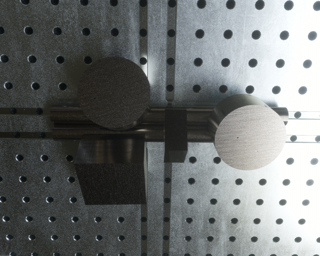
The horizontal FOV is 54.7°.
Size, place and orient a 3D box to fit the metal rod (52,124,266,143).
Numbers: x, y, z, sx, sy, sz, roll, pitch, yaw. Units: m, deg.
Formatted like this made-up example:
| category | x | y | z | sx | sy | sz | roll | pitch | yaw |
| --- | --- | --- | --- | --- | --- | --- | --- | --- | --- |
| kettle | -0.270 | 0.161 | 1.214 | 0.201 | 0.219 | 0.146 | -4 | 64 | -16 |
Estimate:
| category | x | y | z | sx | sy | sz | roll | pitch | yaw |
| --- | --- | --- | --- | --- | --- | --- | --- | --- | --- |
| metal rod | 0.012 | 0.007 | 0.412 | 0.302 | 0.025 | 0.025 | 1 | 110 | -1 |

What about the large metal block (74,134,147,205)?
| category | x | y | z | sx | sy | sz | roll | pitch | yaw |
| --- | --- | --- | --- | --- | --- | --- | --- | --- | --- |
| large metal block | -0.059 | 0.055 | 0.401 | 0.081 | 0.050 | 0.079 | -1 | 130 | 0 |

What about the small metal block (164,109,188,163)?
| category | x | y | z | sx | sy | sz | roll | pitch | yaw |
| --- | --- | --- | --- | --- | --- | --- | --- | --- | --- |
| small metal block | 0.018 | 0.011 | 0.370 | 0.025 | 0.050 | 0.050 | 1 | 68 | -1 |

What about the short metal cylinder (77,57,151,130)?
| category | x | y | z | sx | sy | sz | roll | pitch | yaw |
| --- | --- | --- | --- | --- | --- | --- | --- | --- | --- |
| short metal cylinder | -0.051 | -0.038 | 0.366 | 0.081 | 0.050 | 0.080 | 0 | 86 | -1 |

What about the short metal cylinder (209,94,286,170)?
| category | x | y | z | sx | sy | sz | roll | pitch | yaw |
| --- | --- | --- | --- | --- | --- | --- | --- | --- | --- |
| short metal cylinder | 0.102 | 0.004 | 0.372 | 0.081 | 0.050 | 0.079 | 0 | 110 | 0 |

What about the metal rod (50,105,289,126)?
| category | x | y | z | sx | sy | sz | roll | pitch | yaw |
| --- | --- | --- | --- | --- | --- | --- | --- | --- | --- |
| metal rod | 0.013 | -0.017 | 0.404 | 0.302 | 0.025 | 0.025 | 1 | 110 | -1 |
